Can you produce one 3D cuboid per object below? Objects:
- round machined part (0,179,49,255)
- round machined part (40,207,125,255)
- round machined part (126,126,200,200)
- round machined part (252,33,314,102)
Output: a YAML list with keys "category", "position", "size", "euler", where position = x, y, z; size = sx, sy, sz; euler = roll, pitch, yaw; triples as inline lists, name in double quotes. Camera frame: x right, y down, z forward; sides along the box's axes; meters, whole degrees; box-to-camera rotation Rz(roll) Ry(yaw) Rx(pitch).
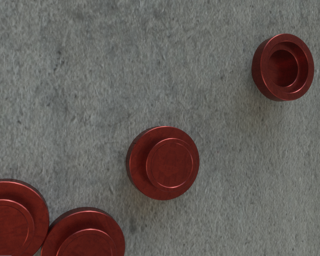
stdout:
- category: "round machined part"
  position: [-0.173, 0.107, 0.337]
  size: [0.099, 0.042, 0.097]
  euler: [0, 90, -20]
- category: "round machined part"
  position: [-0.089, 0.148, 0.368]
  size: [0.099, 0.042, 0.097]
  euler: [0, 90, -21]
- category: "round machined part"
  position: [0.008, 0.046, 0.404]
  size: [0.099, 0.042, 0.097]
  euler: [0, 90, -21]
- category: "round machined part"
  position: [0.179, -0.089, 0.468]
  size: [0.099, 0.042, 0.097]
  euler: [0, 90, -21]
